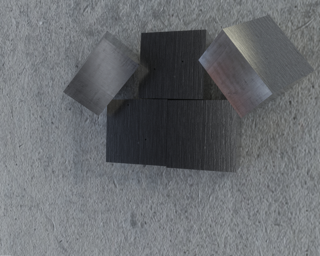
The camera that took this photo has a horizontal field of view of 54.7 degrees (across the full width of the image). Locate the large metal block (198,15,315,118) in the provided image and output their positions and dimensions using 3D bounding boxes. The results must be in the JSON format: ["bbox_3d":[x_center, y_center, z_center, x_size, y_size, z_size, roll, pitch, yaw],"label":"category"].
[{"bbox_3d":[0.104,-0.069,0.338,0.080,0.081,0.050,56,147,11],"label":"large metal block"}]

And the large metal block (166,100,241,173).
[{"bbox_3d":[0.055,0.008,0.375,0.080,0.050,0.079,2,91,19],"label":"large metal block"}]

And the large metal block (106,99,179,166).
[{"bbox_3d":[-0.022,0.004,0.403,0.080,0.050,0.079,2,91,19],"label":"large metal block"}]

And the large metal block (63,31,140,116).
[{"bbox_3d":[-0.073,-0.073,0.398,0.050,0.080,0.080,36,104,-19],"label":"large metal block"}]

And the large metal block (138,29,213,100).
[{"bbox_3d":[0.021,-0.075,0.389,0.080,0.050,0.079,3,91,19],"label":"large metal block"}]
